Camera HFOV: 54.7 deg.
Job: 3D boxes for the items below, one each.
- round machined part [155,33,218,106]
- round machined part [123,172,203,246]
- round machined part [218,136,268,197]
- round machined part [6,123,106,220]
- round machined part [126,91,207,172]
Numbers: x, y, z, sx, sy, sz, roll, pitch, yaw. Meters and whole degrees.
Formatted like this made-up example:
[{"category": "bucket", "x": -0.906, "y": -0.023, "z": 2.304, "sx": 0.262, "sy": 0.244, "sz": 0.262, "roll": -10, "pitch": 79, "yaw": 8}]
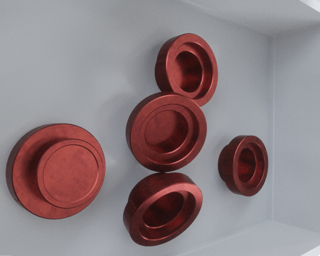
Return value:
[{"category": "round machined part", "x": 0.032, "y": -0.076, "z": 0.424, "sx": 0.099, "sy": 0.042, "sz": 0.097, "roll": 0, "pitch": 90, "yaw": -40}, {"category": "round machined part", "x": 0.000, "y": 0.094, "z": 0.380, "sx": 0.099, "sy": 0.042, "sz": 0.097, "roll": -17, "pitch": 127, "yaw": -23}, {"category": "round machined part", "x": 0.133, "y": 0.061, "z": 0.511, "sx": 0.099, "sy": 0.042, "sz": 0.097, "roll": 0, "pitch": 90, "yaw": -40}, {"category": "round machined part", "x": -0.098, "y": 0.044, "z": 0.315, "sx": 0.099, "sy": 0.042, "sz": 0.097, "roll": 0, "pitch": 90, "yaw": -40}, {"category": "round machined part", "x": 0.005, "y": 0.002, "z": 0.386, "sx": 0.099, "sy": 0.042, "sz": 0.097, "roll": -7, "pitch": 110, "yaw": -19}]
